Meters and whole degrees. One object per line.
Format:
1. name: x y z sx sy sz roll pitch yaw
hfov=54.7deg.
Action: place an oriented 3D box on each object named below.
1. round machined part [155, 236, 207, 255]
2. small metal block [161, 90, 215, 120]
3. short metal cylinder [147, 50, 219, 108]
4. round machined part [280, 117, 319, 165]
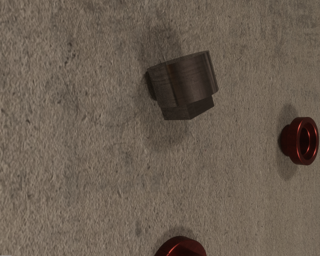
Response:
1. round machined part: 0.034 0.203 0.425 0.099 0.042 0.097 0 90 -40
2. small metal block: 0.037 -0.032 0.421 0.050 0.050 0.025 -29 108 -37
3. short metal cylinder: 0.029 -0.063 0.396 0.081 0.080 0.050 -28 108 -37
4. round machined part: 0.284 0.026 0.636 0.099 0.042 0.097 0 90 -40
